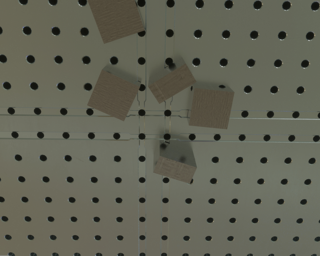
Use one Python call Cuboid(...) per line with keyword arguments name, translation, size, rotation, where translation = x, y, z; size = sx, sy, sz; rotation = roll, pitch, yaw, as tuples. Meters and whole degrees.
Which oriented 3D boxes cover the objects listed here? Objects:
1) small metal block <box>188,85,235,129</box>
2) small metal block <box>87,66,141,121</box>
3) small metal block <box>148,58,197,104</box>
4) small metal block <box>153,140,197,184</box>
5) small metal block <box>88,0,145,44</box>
Cuboid(name="small metal block", translation=(0.065, -0.028, 0.404), size=(0.050, 0.025, 0.050), rotation=(6, 110, -3))
Cuboid(name="small metal block", translation=(-0.058, -0.044, 0.396), size=(0.050, 0.025, 0.050), rotation=(24, 108, -9))
Cuboid(name="small metal block", translation=(0.014, -0.059, 0.379), size=(0.050, 0.050, 0.025), rotation=(-30, 108, 10))
Cuboid(name="small metal block", translation=(0.019, 0.045, 0.417), size=(0.050, 0.050, 0.025), rotation=(18, 109, -7))
Cuboid(name="small metal block", translation=(-0.049, -0.132, 0.364), size=(0.050, 0.025, 0.050), rotation=(-17, 110, 5))
